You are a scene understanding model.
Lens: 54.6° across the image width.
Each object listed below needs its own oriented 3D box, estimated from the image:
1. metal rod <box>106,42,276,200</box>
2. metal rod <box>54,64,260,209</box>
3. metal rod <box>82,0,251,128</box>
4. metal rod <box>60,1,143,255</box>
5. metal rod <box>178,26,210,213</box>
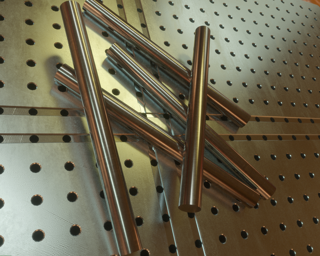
[{"bbox_3d":[0.042,-0.010,0.436,0.300,0.025,0.025,43,51,1],"label":"metal rod"},{"bbox_3d":[0.001,0.014,0.399,0.301,0.025,0.025,34,51,-6],"label":"metal rod"},{"bbox_3d":[0.013,-0.098,0.474,0.301,0.025,0.025,36,51,-4],"label":"metal rod"},{"bbox_3d":[-0.071,-0.013,0.352,0.025,0.025,0.299,-8,73,-32],"label":"metal rod"},{"bbox_3d":[0.051,-0.035,0.422,0.025,0.025,0.300,20,54,-16],"label":"metal rod"}]
